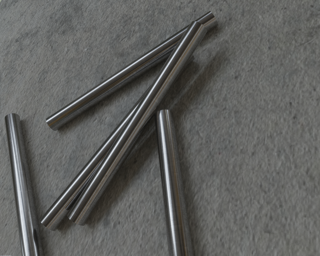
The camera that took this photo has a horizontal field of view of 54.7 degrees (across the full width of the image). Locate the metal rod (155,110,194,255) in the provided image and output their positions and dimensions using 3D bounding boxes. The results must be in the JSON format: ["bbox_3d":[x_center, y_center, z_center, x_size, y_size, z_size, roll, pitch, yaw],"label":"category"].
[{"bbox_3d":[0.019,0.107,0.327,0.025,0.025,0.299,-18,55,17],"label":"metal rod"}]

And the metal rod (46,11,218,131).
[{"bbox_3d":[-0.047,-0.085,0.478,0.300,0.025,0.025,-32,52,7],"label":"metal rod"}]

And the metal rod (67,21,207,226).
[{"bbox_3d":[-0.026,-0.011,0.404,0.025,0.025,0.299,27,82,37],"label":"metal rod"}]

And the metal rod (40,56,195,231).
[{"bbox_3d":[-0.053,0.009,0.424,0.025,0.025,0.300,32,79,37],"label":"metal rod"}]

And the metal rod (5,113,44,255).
[{"bbox_3d":[-0.202,0.085,0.455,0.025,0.025,0.300,-34,52,5],"label":"metal rod"}]
